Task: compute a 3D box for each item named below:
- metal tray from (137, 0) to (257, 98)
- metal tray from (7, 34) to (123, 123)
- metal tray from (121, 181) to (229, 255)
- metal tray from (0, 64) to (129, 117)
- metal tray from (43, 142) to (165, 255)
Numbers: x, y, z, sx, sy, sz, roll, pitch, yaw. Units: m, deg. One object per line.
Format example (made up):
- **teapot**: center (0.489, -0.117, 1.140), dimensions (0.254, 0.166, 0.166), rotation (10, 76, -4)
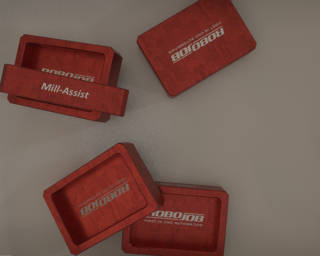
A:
- **metal tray**: center (0.047, -0.109, 0.409), dimensions (0.130, 0.030, 0.090), rotation (-31, 90, 0)
- **metal tray**: center (-0.121, -0.063, 0.392), dimensions (0.130, 0.030, 0.089), rotation (12, 90, 14)
- **metal tray**: center (0.019, 0.120, 0.408), dimensions (0.131, 0.030, 0.089), rotation (5, 90, 0)
- **metal tray**: center (-0.106, -0.041, 0.368), dimensions (0.131, 0.090, 0.030), rotation (11, 90, -9)
- **metal tray**: center (-0.072, 0.087, 0.385), dimensions (0.130, 0.030, 0.090), rotation (-32, 80, 13)
